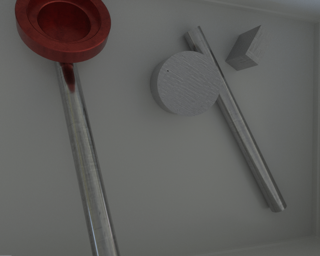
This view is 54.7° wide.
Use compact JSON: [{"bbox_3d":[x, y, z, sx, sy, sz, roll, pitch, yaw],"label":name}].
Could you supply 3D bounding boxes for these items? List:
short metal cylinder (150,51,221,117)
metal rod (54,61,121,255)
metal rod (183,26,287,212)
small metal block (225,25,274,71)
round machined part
[{"bbox_3d":[0.031,-0.056,0.403,0.081,0.050,0.079,-1,96,-12],"label":"short metal cylinder"},{"bbox_3d":[-0.071,0.055,0.319,0.025,0.025,0.299,-10,68,-20],"label":"metal rod"},{"bbox_3d":[0.114,-0.006,0.454,0.025,0.025,0.299,-32,101,-17],"label":"metal rod"},{"bbox_3d":[0.128,-0.114,0.446,0.025,0.050,0.050,33,79,-18],"label":"small metal block"},{"bbox_3d":[-0.108,-0.114,0.350,0.099,0.042,0.098,8,64,-17],"label":"round machined part"}]
